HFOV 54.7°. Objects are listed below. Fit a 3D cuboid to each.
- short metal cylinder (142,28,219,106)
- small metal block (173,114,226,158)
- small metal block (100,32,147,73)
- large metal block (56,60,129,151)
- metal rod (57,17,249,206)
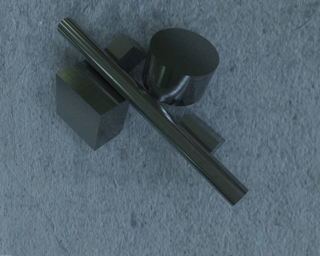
[{"bbox_3d":[0.023,-0.072,0.366,0.080,0.080,0.050,41,144,15],"label":"short metal cylinder"},{"bbox_3d":[0.049,0.009,0.376,0.050,0.050,0.025,42,103,14],"label":"small metal block"},{"bbox_3d":[-0.050,-0.095,0.414,0.050,0.050,0.025,-40,78,15],"label":"small metal block"},{"bbox_3d":[-0.090,-0.030,0.409,0.080,0.050,0.080,42,144,14],"label":"large metal block"},{"bbox_3d":[-0.018,-0.029,0.363,0.300,0.025,0.025,45,104,14],"label":"metal rod"}]
